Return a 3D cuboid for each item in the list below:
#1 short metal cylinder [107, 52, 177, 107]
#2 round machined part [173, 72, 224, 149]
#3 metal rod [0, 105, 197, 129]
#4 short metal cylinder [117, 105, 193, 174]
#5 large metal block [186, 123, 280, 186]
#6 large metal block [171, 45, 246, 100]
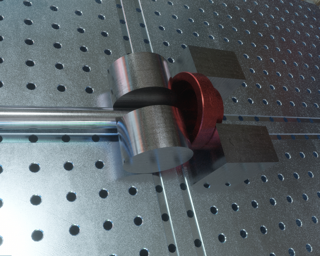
[{"bbox_3d":[-0.023,-0.050,0.391,0.081,0.080,0.050,1,62,-28],"label":"short metal cylinder"},{"bbox_3d":[0.044,-0.021,0.397,0.042,0.097,0.098,1,62,-28],"label":"round machined part"},{"bbox_3d":[-0.095,-0.012,0.349,0.303,0.025,0.025,-1,62,-24],"label":"metal rod"},{"bbox_3d":[-0.007,0.015,0.359,0.081,0.080,0.050,1,62,-28],"label":"short metal cylinder"},{"bbox_3d":[0.088,0.036,0.399,0.081,0.080,0.050,3,61,-27],"label":"large metal block"},{"bbox_3d":[0.061,-0.069,0.449,0.081,0.080,0.050,0,62,-28],"label":"large metal block"}]
